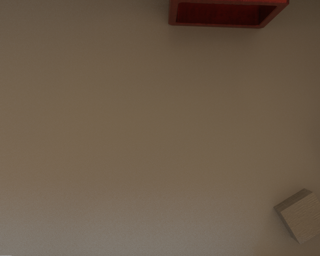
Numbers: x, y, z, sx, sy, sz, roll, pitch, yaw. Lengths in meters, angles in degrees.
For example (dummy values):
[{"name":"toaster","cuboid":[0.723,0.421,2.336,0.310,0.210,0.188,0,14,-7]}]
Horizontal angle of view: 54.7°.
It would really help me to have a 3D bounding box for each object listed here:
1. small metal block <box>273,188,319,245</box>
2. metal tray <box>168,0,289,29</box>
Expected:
[{"name":"small metal block","cuboid":[0.191,0.117,0.414,0.050,0.025,0.050,-31,90,-1]},{"name":"metal tray","cuboid":[0.077,-0.153,0.379,0.131,0.090,0.030,2,90,-1]}]
